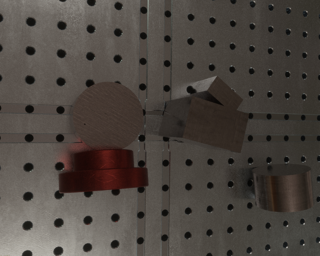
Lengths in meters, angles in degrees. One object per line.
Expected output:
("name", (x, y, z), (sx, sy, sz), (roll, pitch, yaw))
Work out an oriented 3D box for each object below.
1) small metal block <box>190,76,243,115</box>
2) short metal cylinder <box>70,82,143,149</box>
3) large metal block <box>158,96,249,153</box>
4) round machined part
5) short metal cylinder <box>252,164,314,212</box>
("small metal block", (0.077, -0.043, 0.429), (0.050, 0.050, 0.025), (39, 78, -16))
("short metal cylinder", (-0.066, -0.013, 0.376), (0.081, 0.050, 0.079), (0, 90, -20))
("large metal block", (0.054, -0.003, 0.405), (0.081, 0.080, 0.050), (15, 85, -20))
("round machined part", (-0.063, 0.049, 0.352), (0.099, 0.098, 0.042), (-1, 80, -20))
("short metal cylinder", (0.178, 0.085, 0.451), (0.081, 0.080, 0.050), (-8, 93, -20))
